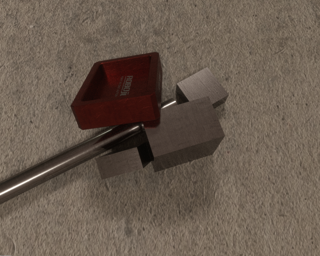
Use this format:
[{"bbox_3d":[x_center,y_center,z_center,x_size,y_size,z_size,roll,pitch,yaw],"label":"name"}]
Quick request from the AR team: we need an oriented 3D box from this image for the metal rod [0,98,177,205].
[{"bbox_3d":[-0.111,0.037,0.393,0.302,0.025,0.025,-27,73,-10],"label":"metal rod"}]

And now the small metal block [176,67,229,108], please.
[{"bbox_3d":[0.057,-0.048,0.426,0.050,0.025,0.050,-30,73,-11],"label":"small metal block"}]

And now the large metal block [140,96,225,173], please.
[{"bbox_3d":[0.024,0.011,0.375,0.081,0.080,0.050,-17,71,-6],"label":"large metal block"}]

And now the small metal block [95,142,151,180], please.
[{"bbox_3d":[-0.042,0.038,0.372,0.050,0.050,0.025,-16,91,9],"label":"small metal block"}]

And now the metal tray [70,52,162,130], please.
[{"bbox_3d":[-0.045,-0.050,0.377,0.090,0.030,0.130,-8,32,7],"label":"metal tray"}]
